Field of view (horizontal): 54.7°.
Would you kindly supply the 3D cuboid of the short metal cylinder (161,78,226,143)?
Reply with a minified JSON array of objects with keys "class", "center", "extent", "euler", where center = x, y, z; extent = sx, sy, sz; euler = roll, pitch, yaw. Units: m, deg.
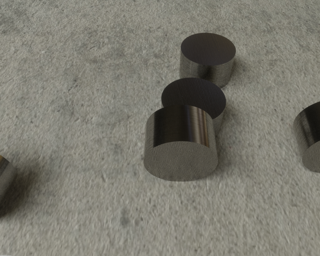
[{"class":"short metal cylinder","center":[0.042,-0.021,0.405],"extent":[0.081,0.050,0.080],"euler":[0,50,0]}]

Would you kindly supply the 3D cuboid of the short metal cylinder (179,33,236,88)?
[{"class":"short metal cylinder","center":[0.071,-0.101,0.473],"extent":[0.081,0.050,0.080],"euler":[0,50,0]}]

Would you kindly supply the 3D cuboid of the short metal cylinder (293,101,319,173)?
[{"class":"short metal cylinder","center":[0.203,0.011,0.361],"extent":[0.080,0.080,0.050],"euler":[3,50,2]}]

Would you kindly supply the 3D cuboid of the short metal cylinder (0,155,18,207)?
[{"class":"short metal cylinder","center":[-0.198,0.056,0.318],"extent":[0.080,0.080,0.050],"euler":[9,51,7]}]

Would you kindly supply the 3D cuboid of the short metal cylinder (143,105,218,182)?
[{"class":"short metal cylinder","center":[0.023,0.019,0.352],"extent":[0.081,0.080,0.050],"euler":[1,51,0]}]
